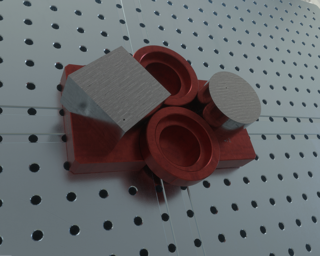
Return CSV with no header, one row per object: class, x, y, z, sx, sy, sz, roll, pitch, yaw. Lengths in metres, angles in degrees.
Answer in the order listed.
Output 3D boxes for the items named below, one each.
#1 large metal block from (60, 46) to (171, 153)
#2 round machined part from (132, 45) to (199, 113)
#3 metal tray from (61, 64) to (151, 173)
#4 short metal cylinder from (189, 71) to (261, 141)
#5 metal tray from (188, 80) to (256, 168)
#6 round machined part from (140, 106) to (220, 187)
large metal block,-0.049,-0.033,0.347,0.080,0.050,0.080,45,51,3
round machined part,0.000,-0.061,0.423,0.099,0.042,0.098,14,56,-21
metal tray,-0.067,-0.013,0.376,0.091,0.030,0.130,1,61,-29
short metal cylinder,0.087,-0.029,0.417,0.081,0.050,0.080,14,56,-21
metal tray,0.076,-0.008,0.448,0.091,0.030,0.130,1,61,-28
round machined part,0.021,0.025,0.381,0.099,0.042,0.098,14,56,-21
